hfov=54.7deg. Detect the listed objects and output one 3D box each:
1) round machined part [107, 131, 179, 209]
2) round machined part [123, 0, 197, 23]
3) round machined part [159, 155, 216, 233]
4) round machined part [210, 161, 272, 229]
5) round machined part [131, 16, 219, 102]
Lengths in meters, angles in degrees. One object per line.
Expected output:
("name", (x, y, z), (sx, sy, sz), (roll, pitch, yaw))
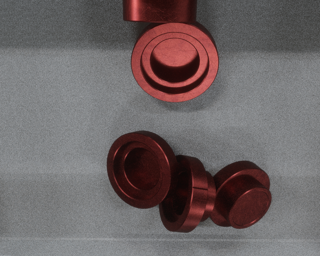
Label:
("round machined part", (-0.018, 0.052, 0.405), (0.098, 0.042, 0.097), (5, 99, 31))
("round machined part", (0.000, -0.120, 0.284), (0.099, 0.098, 0.042), (1, 111, -1))
("round machined part", (0.038, 0.086, 0.407), (0.042, 0.098, 0.097), (13, 110, -21))
("round machined part", (0.110, 0.097, 0.420), (0.099, 0.042, 0.097), (-12, 120, -21))
("round machined part", (0.017, -0.082, 0.363), (0.099, 0.042, 0.097), (2, 127, 3))
